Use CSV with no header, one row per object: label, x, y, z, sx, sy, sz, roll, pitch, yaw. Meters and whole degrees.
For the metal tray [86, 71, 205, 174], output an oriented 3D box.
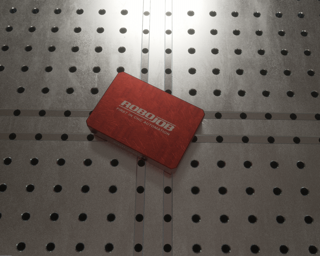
metal tray,-0.018,-0.009,0.412,0.130,0.030,0.090,27,72,9
